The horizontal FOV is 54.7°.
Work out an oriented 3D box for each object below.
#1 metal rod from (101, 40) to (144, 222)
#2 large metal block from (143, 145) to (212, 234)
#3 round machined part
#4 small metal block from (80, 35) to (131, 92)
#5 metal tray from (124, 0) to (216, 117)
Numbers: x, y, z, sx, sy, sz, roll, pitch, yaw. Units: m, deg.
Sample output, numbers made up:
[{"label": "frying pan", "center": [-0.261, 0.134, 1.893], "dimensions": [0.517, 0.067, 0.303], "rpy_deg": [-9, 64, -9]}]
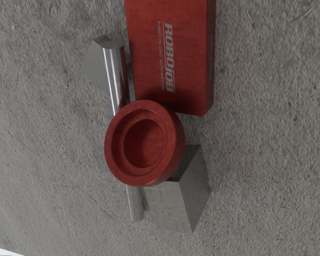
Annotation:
[{"label": "metal rod", "center": [-0.045, 0.028, 0.429], "dimensions": [0.025, 0.025, 0.298], "rpy_deg": [13, 130, 21]}, {"label": "large metal block", "center": [0.025, 0.076, 0.405], "dimensions": [0.050, 0.080, 0.080], "rpy_deg": [-1, 118, 29]}, {"label": "round machined part", "center": [-0.014, 0.019, 0.360], "dimensions": [0.098, 0.042, 0.098], "rpy_deg": [-7, 75, 31]}, {"label": "small metal block", "center": [-0.067, -0.080, 0.392], "dimensions": [0.050, 0.025, 0.050], "rpy_deg": [37, 129, 3]}, {"label": "metal tray", "center": [0.013, -0.082, 0.346], "dimensions": [0.090, 0.030, 0.129], "rpy_deg": [10, 123, 23]}]
